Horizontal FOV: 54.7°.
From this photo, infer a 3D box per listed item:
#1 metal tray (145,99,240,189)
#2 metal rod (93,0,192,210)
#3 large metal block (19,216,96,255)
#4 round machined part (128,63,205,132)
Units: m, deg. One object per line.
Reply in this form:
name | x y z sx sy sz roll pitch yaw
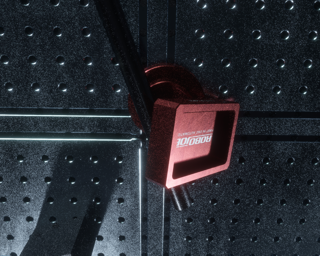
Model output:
metal tray | 0.043 0.012 0.363 0.030 0.131 0.089 17 105 39
metal rod | -0.019 -0.033 0.356 0.025 0.025 0.298 -18 109 6
large metal block | -0.148 0.181 0.449 0.080 0.080 0.050 -14 110 5
round machined part | 0.008 -0.030 0.393 0.099 0.042 0.097 0 111 0
